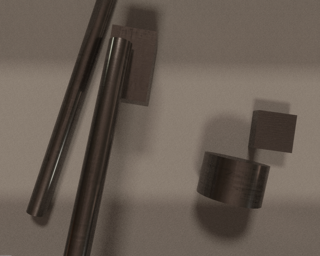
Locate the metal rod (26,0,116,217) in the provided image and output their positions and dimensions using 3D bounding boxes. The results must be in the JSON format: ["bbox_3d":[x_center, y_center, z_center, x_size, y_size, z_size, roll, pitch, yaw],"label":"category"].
[{"bbox_3d":[-0.117,-0.030,0.409,0.025,0.025,0.298,18,90,-1],"label":"metal rod"}]

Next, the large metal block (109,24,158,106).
[{"bbox_3d":[-0.034,-0.072,0.383,0.050,0.080,0.080,9,90,0],"label":"large metal block"}]

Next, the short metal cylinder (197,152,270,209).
[{"bbox_3d":[0.090,0.063,0.385,0.080,0.080,0.050,12,90,-1],"label":"short metal cylinder"}]

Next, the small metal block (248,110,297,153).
[{"bbox_3d":[0.150,0.005,0.413,0.050,0.025,0.050,8,90,-1],"label":"small metal block"}]

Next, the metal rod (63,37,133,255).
[{"bbox_3d":[-0.068,0.054,0.310,0.025,0.025,0.299,10,82,-1],"label":"metal rod"}]
